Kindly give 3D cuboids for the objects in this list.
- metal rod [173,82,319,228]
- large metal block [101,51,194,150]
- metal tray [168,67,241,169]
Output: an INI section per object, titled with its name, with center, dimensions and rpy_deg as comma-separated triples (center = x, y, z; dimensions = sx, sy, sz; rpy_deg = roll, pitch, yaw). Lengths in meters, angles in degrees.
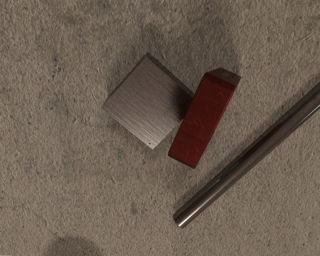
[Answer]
[metal rod]
center = 0.130, 0.035, 0.424
dimensions = 0.025, 0.025, 0.299
rpy_deg = 41, 105, -14
[large metal block]
center = -0.012, -0.035, 0.384
dimensions = 0.080, 0.050, 0.080
rpy_deg = 40, 105, -14
[metal tray]
center = 0.055, -0.018, 0.346
dimensions = 0.030, 0.130, 0.089
rpy_deg = 27, 109, 10
